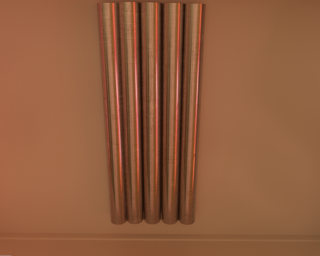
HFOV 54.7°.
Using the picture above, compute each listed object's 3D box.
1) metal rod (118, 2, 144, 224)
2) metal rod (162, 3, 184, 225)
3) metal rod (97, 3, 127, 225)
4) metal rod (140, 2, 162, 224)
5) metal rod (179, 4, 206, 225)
[{"bbox_3d":[-0.036,-0.005,0.408,0.025,0.025,0.298,0,110,0],"label":"metal rod"},{"bbox_3d":[0.015,-0.004,0.408,0.025,0.025,0.298,0,110,0],"label":"metal rod"},{"bbox_3d":[-0.060,-0.004,0.408,0.025,0.025,0.298,0,110,0],"label":"metal rod"},{"bbox_3d":[-0.011,-0.005,0.408,0.025,0.025,0.298,0,110,0],"label":"metal rod"},{"bbox_3d":[0.040,-0.004,0.409,0.025,0.025,0.298,0,110,0],"label":"metal rod"}]
